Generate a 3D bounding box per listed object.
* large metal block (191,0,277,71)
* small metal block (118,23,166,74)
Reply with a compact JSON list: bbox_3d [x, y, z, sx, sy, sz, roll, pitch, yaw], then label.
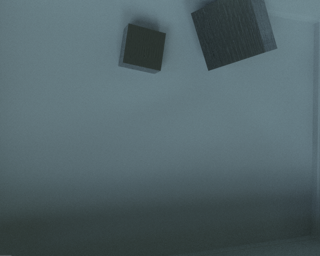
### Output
[{"bbox_3d":[0.098,-0.129,0.411,0.050,0.080,0.080,-27,101,-50],"label":"large metal block"},{"bbox_3d":[-0.023,-0.102,0.403,0.050,0.025,0.050,9,87,-20],"label":"small metal block"}]
